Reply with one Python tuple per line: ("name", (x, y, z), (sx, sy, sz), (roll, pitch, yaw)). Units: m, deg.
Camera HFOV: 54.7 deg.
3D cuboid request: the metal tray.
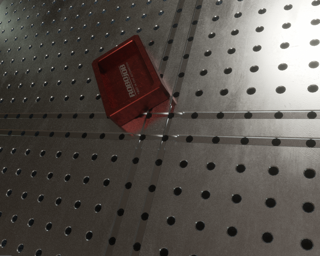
("metal tray", (-0.049, -0.076, 0.475), (0.090, 0.030, 0.130), (-30, 52, 9))
